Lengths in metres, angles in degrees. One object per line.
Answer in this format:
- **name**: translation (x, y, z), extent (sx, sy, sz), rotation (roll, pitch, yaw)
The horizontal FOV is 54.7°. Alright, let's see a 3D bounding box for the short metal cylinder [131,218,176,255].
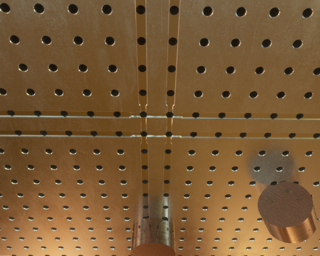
- **short metal cylinder**: translation (-0.012, 0.211, 0.575), extent (0.081, 0.050, 0.079), rotation (0, 130, 0)

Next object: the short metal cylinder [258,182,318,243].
- **short metal cylinder**: translation (0.202, 0.133, 0.491), extent (0.080, 0.080, 0.050), rotation (-20, 127, 16)
